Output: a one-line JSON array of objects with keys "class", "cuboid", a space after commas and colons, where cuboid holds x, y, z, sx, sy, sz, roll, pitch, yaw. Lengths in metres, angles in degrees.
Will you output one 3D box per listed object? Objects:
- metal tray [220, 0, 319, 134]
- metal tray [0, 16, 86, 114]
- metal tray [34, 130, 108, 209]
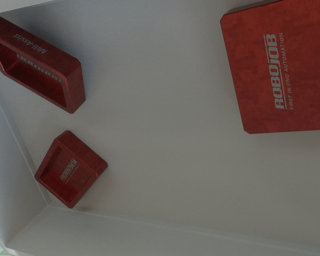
[{"class": "metal tray", "cuboid": [0.119, -0.059, 0.306, 0.090, 0.030, 0.129, -5, 116, 30]}, {"class": "metal tray", "cuboid": [-0.166, -0.082, 0.419, 0.130, 0.030, 0.090, 29, 150, 8]}, {"class": "metal tray", "cuboid": [-0.156, 0.075, 0.530, 0.090, 0.030, 0.129, 41, 129, -1]}]
